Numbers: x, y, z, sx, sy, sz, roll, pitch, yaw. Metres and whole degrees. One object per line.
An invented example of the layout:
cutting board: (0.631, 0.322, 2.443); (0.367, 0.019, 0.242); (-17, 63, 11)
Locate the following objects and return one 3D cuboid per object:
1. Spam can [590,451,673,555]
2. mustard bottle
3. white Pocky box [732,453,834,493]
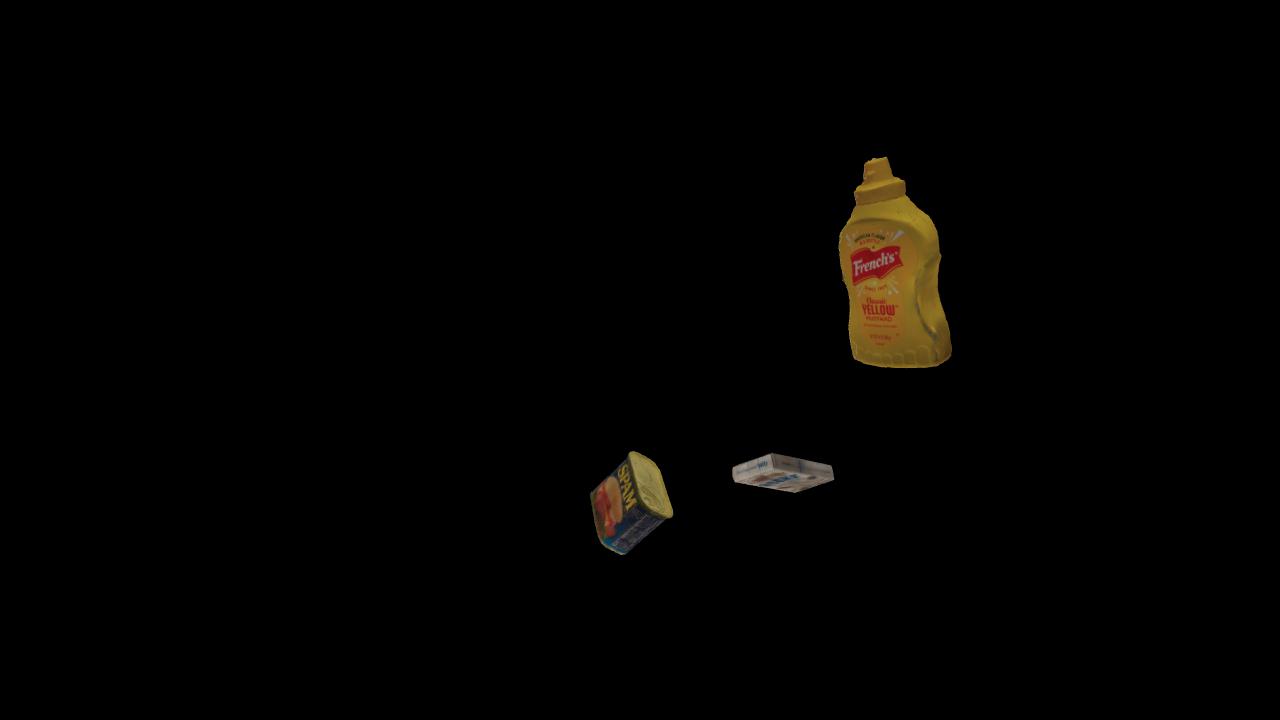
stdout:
Spam can: (-0.014, 0.183, 0.786); (0.058, 0.085, 0.101); (33, 22, -30)
mustard bottle: (0.222, -0.087, 0.550); (0.054, 0.184, 0.092); (-19, 15, -26)
white Pocky box: (0.229, 0.181, 0.977); (0.154, 0.028, 0.084); (17, -34, -36)
